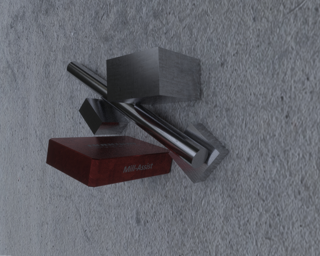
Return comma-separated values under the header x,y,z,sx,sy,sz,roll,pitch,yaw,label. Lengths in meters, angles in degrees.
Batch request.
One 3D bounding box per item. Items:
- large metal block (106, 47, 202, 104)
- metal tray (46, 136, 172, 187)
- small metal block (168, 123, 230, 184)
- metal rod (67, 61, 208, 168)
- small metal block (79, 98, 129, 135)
x,y,z,sx,sy,sz,roll,pitch,yaw,label
-0.006,-0.057,0.372,0.080,0.081,0.050,-2,89,39,large metal block
-0.058,0.036,0.384,0.090,0.131,0.030,16,100,39,metal tray
0.046,0.029,0.368,0.050,0.025,0.050,49,119,28,small metal block
-0.051,-0.034,0.429,0.300,0.025,0.025,35,112,39,metal rod
-0.082,-0.017,0.455,0.050,0.050,0.025,52,120,27,small metal block
